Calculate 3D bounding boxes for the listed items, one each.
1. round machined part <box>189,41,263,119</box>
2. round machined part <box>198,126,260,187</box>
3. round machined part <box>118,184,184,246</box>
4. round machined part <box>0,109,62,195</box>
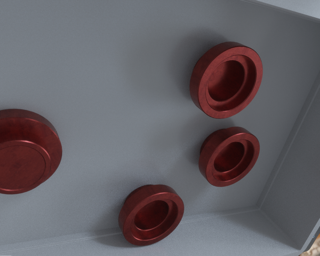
[{"bbox_3d":[0.081,-0.064,0.404,0.099,0.042,0.097,-14,125,-21],"label":"round machined part"},{"bbox_3d":[0.102,0.040,0.480,0.099,0.042,0.097,-14,125,-21],"label":"round machined part"},{"bbox_3d":[-0.016,0.125,0.466,0.099,0.042,0.097,-14,122,-23],"label":"round machined part"},{"bbox_3d":[-0.156,0.032,0.333,0.099,0.042,0.097,-14,125,-21],"label":"round machined part"}]
